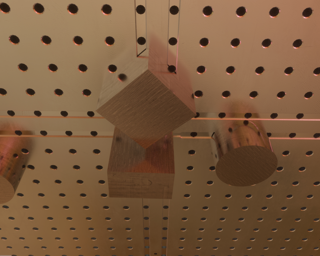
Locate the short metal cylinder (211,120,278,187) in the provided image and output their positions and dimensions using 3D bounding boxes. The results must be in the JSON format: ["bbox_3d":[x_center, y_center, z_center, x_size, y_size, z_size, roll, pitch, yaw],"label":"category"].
[{"bbox_3d":[0.114,0.036,0.426,0.081,0.050,0.079,0,130,0],"label":"short metal cylinder"}]

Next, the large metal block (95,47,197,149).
[{"bbox_3d":[-0.015,-0.033,0.367,0.080,0.050,0.080,-34,123,25],"label":"large metal block"}]

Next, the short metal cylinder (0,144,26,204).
[{"bbox_3d":[-0.245,0.066,0.449,0.081,0.050,0.079,0,130,0],"label":"short metal cylinder"}]

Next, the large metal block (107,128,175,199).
[{"bbox_3d":[-0.024,0.046,0.414,0.081,0.080,0.050,2,130,-2],"label":"large metal block"}]
